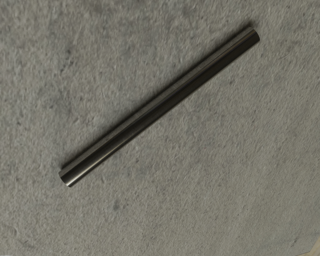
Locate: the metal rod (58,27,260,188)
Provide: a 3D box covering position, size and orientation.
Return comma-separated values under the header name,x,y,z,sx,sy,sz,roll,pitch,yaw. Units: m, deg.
name,x,y,z,sx,sy,sz,roll,pitch,yaw
metal rod,0.002,-0.028,0.391,0.301,0.025,0.025,-38,130,-3
